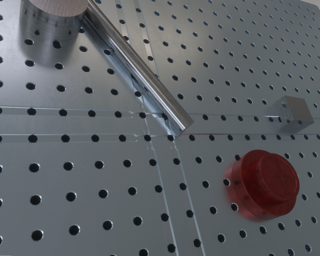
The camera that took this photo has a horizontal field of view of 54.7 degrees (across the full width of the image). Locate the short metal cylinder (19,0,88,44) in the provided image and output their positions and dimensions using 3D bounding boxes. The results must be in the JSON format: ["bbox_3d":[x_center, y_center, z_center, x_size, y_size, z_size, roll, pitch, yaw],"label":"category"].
[{"bbox_3d":[-0.142,-0.160,0.413,0.081,0.050,0.080,14,56,-21],"label":"short metal cylinder"}]

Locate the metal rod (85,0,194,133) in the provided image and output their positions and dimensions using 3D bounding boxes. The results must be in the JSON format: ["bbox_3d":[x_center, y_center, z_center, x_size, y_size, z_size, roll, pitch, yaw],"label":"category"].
[{"bbox_3d":[-0.056,-0.116,0.448,0.025,0.025,0.300,-33,80,-38],"label":"metal rod"}]

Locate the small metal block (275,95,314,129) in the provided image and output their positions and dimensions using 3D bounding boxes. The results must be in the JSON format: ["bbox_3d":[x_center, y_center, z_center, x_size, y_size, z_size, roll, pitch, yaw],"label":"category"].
[{"bbox_3d":[0.241,-0.028,0.555,0.050,0.025,0.050,5,59,-26],"label":"small metal block"}]

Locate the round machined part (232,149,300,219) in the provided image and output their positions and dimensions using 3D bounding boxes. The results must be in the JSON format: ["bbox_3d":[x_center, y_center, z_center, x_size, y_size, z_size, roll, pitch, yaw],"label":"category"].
[{"bbox_3d":[0.155,0.074,0.436,0.099,0.042,0.098,13,56,-21],"label":"round machined part"}]
